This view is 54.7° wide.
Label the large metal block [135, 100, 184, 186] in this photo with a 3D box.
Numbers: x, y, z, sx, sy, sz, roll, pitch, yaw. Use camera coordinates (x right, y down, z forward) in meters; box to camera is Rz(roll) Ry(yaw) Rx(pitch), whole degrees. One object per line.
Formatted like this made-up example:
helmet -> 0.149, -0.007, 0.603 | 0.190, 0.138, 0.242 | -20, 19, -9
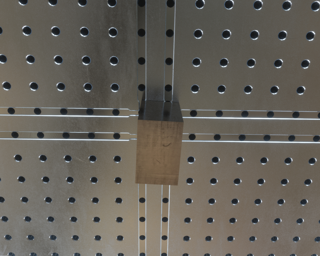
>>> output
large metal block -> -0.002, 0.016, 0.389 | 0.050, 0.080, 0.079 | 3, 110, -2
